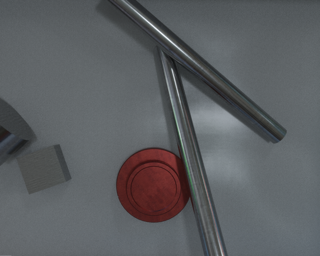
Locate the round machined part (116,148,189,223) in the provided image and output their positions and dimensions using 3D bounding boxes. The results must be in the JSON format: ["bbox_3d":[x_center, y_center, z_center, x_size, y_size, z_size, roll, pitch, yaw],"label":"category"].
[{"bbox_3d":[-0.008,0.075,0.403,0.099,0.042,0.097,0,90,-1],"label":"round machined part"}]

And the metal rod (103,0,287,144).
[{"bbox_3d":[0.043,-0.081,0.391,0.301,0.025,0.025,38,90,-9],"label":"metal rod"}]

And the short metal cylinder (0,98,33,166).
[{"bbox_3d":[-0.207,0.001,0.381,0.050,0.080,0.080,-41,91,0],"label":"short metal cylinder"}]

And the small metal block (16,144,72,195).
[{"bbox_3d":[-0.153,0.054,0.409,0.050,0.025,0.050,-19,90,-1],"label":"small metal block"}]

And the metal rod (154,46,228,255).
[{"bbox_3d":[0.037,0.032,0.371,0.025,0.025,0.299,-13,74,0],"label":"metal rod"}]
